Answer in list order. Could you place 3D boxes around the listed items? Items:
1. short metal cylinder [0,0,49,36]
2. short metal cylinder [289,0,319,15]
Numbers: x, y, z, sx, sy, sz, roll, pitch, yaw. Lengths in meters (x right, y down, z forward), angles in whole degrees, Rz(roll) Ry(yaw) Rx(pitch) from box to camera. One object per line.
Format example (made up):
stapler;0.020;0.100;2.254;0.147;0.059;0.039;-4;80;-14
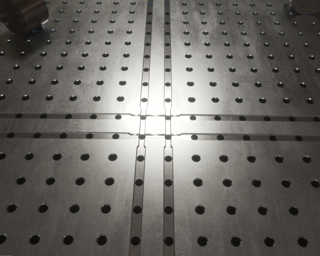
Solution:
short metal cylinder;-0.245;-0.210;0.545;0.080;0.080;0.050;26;55;19
short metal cylinder;0.292;-0.271;0.604;0.081;0.080;0.050;0;50;0
